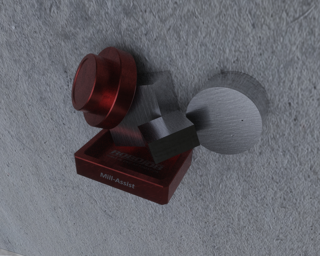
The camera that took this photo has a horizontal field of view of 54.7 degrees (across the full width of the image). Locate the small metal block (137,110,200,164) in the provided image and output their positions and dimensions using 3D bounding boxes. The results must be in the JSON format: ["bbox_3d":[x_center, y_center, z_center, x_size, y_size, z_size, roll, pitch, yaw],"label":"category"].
[{"bbox_3d":[0.008,0.008,0.334,0.050,0.050,0.025,-23,115,-7],"label":"small metal block"}]

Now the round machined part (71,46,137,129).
[{"bbox_3d":[-0.072,-0.050,0.367,0.042,0.098,0.098,13,140,-36],"label":"round machined part"}]

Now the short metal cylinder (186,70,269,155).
[{"bbox_3d":[0.075,-0.017,0.343,0.080,0.050,0.079,13,124,21],"label":"short metal cylinder"}]

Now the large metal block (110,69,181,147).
[{"bbox_3d":[-0.023,-0.023,0.391,0.080,0.050,0.080,-1,118,29],"label":"large metal block"}]

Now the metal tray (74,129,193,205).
[{"bbox_3d":[-0.033,0.042,0.409,0.130,0.090,0.030,16,125,19],"label":"metal tray"}]
